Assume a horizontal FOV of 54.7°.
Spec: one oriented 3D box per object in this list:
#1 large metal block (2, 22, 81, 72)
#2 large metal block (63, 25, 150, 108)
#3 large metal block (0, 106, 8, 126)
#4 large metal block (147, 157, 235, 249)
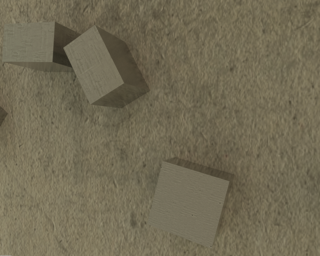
[{"bbox_3d":[-0.155,-0.110,0.433,0.080,0.080,0.050,4,92,19],"label":"large metal block"},{"bbox_3d":[-0.066,-0.075,0.402,0.050,0.080,0.080,-30,81,17],"label":"large metal block"},{"bbox_3d":[-0.311,-0.016,0.503,0.080,0.050,0.080,39,102,15],"label":"large metal block"},{"bbox_3d":[0.039,0.087,0.381,0.080,0.050,0.079,15,95,19],"label":"large metal block"}]
